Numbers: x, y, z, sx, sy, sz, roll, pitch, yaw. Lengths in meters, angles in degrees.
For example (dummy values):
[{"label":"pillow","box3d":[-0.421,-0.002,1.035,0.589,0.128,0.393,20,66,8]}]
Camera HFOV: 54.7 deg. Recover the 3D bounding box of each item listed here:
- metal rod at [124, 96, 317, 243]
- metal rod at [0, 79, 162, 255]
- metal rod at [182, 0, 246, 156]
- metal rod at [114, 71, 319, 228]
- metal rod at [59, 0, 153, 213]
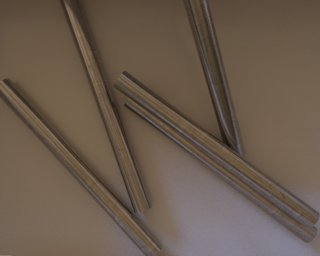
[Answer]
[{"label":"metal rod","box3d":[0.080,0.051,0.411,0.301,0.025,0.025,37,90,0]},{"label":"metal rod","box3d":[-0.107,0.054,0.410,0.025,0.025,0.300,-42,90,0]},{"label":"metal rod","box3d":[0.053,-0.088,0.344,0.025,0.025,0.299,-22,118,0]},{"label":"metal rod","box3d":[0.071,0.027,0.389,0.301,0.025,0.025,36,90,-1]},{"label":"metal rod","box3d":[-0.072,-0.033,0.410,0.025,0.025,0.299,-20,90,0]}]
